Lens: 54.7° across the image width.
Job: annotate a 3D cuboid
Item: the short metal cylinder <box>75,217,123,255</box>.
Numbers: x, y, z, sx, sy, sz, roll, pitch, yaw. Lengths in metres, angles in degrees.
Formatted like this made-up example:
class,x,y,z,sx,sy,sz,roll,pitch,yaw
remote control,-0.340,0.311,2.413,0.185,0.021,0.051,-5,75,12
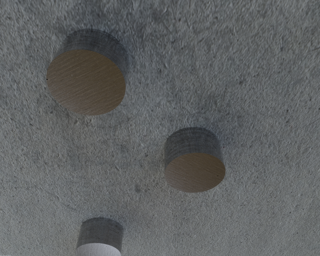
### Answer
class,x,y,z,sx,sy,sz,roll,pitch,yaw
short metal cylinder,-0.109,0.208,0.567,0.081,0.050,0.079,0,130,0

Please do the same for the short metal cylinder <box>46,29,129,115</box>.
class,x,y,z,sx,sy,sz,roll,pitch,yaw
short metal cylinder,-0.076,-0.060,0.339,0.081,0.050,0.079,0,130,0

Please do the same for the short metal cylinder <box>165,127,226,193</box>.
class,x,y,z,sx,sy,sz,roll,pitch,yaw
short metal cylinder,0.046,0.045,0.429,0.081,0.050,0.079,0,130,0
